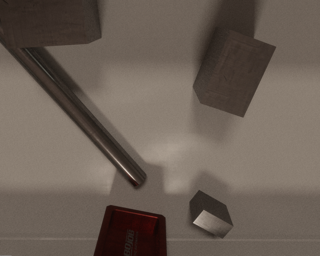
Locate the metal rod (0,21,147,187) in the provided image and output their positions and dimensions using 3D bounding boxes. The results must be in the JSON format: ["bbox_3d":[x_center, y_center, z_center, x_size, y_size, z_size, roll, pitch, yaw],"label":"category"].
[{"bbox_3d":[-0.120,-0.037,0.395,0.025,0.025,0.300,-36,107,12],"label":"metal rod"}]

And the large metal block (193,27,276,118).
[{"bbox_3d":[0.080,-0.068,0.358,0.050,0.080,0.079,18,109,-7],"label":"large metal block"}]

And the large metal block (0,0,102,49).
[{"bbox_3d":[-0.114,-0.118,0.337,0.081,0.080,0.050,-3,110,1],"label":"large metal block"}]

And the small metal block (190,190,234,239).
[{"bbox_3d":[0.072,0.123,0.444,0.050,0.050,0.025,31,107,-11],"label":"small metal block"}]

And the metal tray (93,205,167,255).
[{"bbox_3d":[-0.039,0.160,0.414,0.091,0.130,0.030,13,110,-5],"label":"metal tray"}]
